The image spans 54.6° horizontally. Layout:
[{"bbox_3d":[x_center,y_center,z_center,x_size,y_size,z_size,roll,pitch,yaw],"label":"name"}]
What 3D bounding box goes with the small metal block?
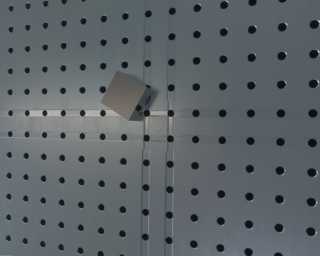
[{"bbox_3d":[-0.046,-0.044,0.429,0.050,0.025,0.050,32,100,17],"label":"small metal block"}]
